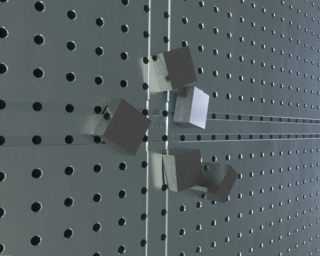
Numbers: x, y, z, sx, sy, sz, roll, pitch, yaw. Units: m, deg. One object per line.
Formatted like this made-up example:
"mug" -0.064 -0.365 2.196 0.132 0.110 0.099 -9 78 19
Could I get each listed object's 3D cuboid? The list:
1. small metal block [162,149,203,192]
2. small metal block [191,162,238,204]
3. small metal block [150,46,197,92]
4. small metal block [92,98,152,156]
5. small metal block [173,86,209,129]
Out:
"small metal block" 0.033 0.058 0.439 0.050 0.025 0.050 -9 96 -40
"small metal block" 0.081 0.080 0.463 0.025 0.050 0.050 49 61 -30
"small metal block" 0.020 -0.082 0.428 0.050 0.025 0.050 -26 107 -37
"small metal block" -0.045 0.000 0.373 0.050 0.025 0.050 38 67 -34
"small metal block" 0.046 -0.028 0.441 0.050 0.025 0.050 19 78 -56
